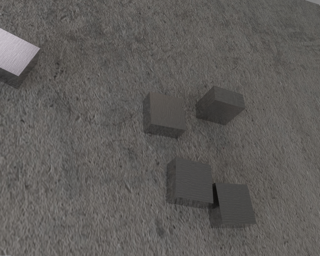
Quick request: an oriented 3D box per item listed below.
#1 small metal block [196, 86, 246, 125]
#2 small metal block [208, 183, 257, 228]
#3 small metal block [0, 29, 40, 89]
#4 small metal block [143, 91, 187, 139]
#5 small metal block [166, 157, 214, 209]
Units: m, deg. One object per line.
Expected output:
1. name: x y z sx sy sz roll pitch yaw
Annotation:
1. small metal block: 0.087 -0.032 0.454 0.050 0.050 0.025 13 56 -21
2. small metal block: 0.088 0.098 0.391 0.050 0.025 0.050 8 58 -24
3. small metal block: -0.176 -0.081 0.358 0.050 0.025 0.050 26 52 -12
4. small metal block: 0.005 -0.017 0.417 0.050 0.025 0.050 10 57 -23
5. small metal block: 0.036 0.068 0.381 0.050 0.025 0.050 15 56 -20
